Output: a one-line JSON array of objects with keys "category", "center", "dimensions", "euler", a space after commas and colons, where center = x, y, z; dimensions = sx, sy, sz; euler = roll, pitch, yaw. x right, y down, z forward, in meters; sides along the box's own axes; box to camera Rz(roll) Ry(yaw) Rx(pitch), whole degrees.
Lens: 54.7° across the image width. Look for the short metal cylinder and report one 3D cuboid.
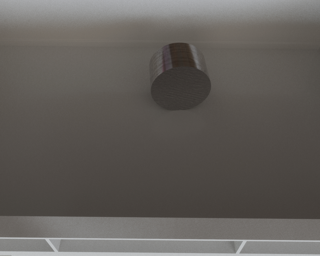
[{"category": "short metal cylinder", "center": [0.026, -0.070, 0.428], "dimensions": [0.081, 0.080, 0.050], "euler": [-3, 50, -3]}]
